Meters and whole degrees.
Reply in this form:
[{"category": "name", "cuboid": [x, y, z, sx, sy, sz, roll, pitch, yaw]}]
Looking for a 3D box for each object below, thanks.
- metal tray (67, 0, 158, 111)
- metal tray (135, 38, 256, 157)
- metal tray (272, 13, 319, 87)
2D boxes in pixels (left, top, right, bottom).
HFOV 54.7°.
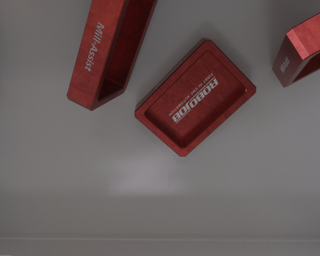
[{"category": "metal tray", "cuboid": [-0.048, -0.091, 0.332, 0.030, 0.090, 0.129, 27, 115, 7]}, {"category": "metal tray", "cuboid": [0.043, -0.036, 0.395, 0.090, 0.030, 0.130, 42, 105, -14]}, {"category": "metal tray", "cuboid": [0.172, -0.089, 0.324, 0.090, 0.130, 0.030, -29, 79, 10]}]
